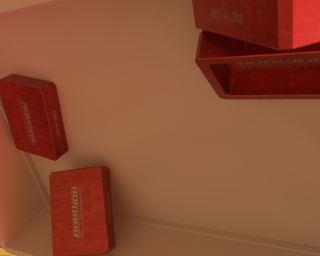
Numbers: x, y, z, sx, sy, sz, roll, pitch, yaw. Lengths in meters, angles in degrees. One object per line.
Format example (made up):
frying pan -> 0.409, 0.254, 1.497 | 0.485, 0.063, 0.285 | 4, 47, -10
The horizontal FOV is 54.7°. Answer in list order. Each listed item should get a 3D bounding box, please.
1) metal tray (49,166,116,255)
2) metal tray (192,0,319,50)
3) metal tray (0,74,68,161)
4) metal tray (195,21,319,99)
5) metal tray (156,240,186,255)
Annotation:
metal tray -> -0.123, 0.130, 0.487 | 0.090, 0.030, 0.129 | -9, 79, 11
metal tray -> 0.088, -0.090, 0.220 | 0.091, 0.130, 0.030 | -16, 116, -10
metal tray -> -0.203, -0.016, 0.500 | 0.090, 0.030, 0.129 | 13, 124, 20
metal tray -> 0.108, -0.056, 0.278 | 0.130, 0.030, 0.090 | 2, 164, 26
metal tray -> 0.030, 0.249, 0.477 | 0.030, 0.130, 0.090 | -37, 102, 14
